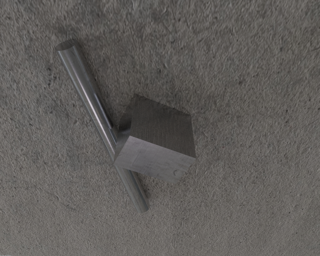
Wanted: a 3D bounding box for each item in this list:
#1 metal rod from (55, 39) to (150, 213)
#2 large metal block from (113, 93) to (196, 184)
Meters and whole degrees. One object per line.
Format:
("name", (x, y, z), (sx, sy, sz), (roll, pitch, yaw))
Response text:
("metal rod", (-0.065, 0.022, 0.424), (0.025, 0.025, 0.299), (-11, 130, 9))
("large metal block", (-0.007, 0.012, 0.382), (0.080, 0.080, 0.050), (20, 127, -17))
